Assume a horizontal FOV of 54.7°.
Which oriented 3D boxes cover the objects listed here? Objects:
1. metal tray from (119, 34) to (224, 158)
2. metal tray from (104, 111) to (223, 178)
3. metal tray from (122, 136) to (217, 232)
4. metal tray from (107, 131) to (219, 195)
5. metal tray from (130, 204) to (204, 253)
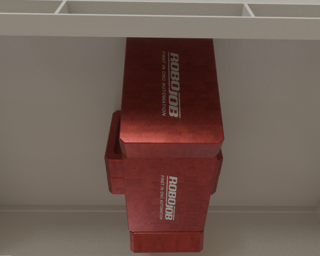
[{"bbox_3d":[0.010,-0.036,0.307,0.091,0.130,0.030,1,150,-1],"label":"metal tray"},{"bbox_3d":[0.004,0.018,0.380,0.131,0.090,0.030,1,130,-1],"label":"metal tray"},{"bbox_3d":[0.008,0.067,0.342,0.091,0.030,0.129,0,130,-1],"label":"metal tray"},{"bbox_3d":[0.003,0.041,0.400,0.131,0.090,0.030,1,130,-1],"label":"metal tray"},{"bbox_3d":[0.008,0.119,0.438,0.091,0.130,0.030,0,109,-1],"label":"metal tray"}]
